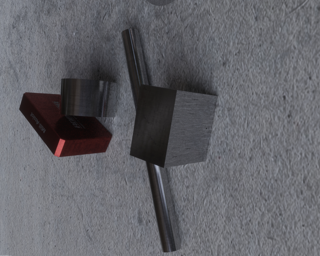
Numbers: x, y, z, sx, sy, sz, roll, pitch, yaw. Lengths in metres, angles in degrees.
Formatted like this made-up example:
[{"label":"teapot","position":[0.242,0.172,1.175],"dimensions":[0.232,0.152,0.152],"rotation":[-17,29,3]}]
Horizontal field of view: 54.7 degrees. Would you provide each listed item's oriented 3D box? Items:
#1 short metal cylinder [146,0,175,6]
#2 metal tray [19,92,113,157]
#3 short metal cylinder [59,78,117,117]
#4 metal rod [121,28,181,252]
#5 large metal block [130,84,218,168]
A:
[{"label":"short metal cylinder","position":[-0.006,-0.197,0.374],"dimensions":[0.050,0.081,0.080],"rotation":[44,116,31]},{"label":"metal tray","position":[-0.148,-0.009,0.483],"dimensions":[0.130,0.091,0.030],"rotation":[41,116,32]},{"label":"short metal cylinder","position":[-0.105,-0.043,0.456],"dimensions":[0.080,0.081,0.050],"rotation":[6,94,40]},{"label":"metal rod","position":[-0.014,0.009,0.416],"dimensions":[0.025,0.025,0.299],"rotation":[-19,78,38]},{"label":"large metal block","position":[0.017,-0.004,0.355],"dimensions":[0.050,0.081,0.079],"rotation":[16,100,39]}]
